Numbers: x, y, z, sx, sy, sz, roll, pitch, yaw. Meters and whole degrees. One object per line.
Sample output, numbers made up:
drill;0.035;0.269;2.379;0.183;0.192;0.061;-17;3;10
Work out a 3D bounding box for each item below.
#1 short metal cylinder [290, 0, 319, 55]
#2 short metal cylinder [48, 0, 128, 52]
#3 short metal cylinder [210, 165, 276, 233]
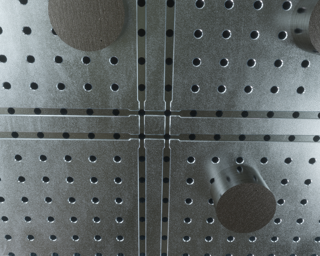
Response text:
short metal cylinder;0.201;-0.123;0.358;0.081;0.050;0.079;0;110;-1
short metal cylinder;-0.078;-0.130;0.351;0.081;0.050;0.079;0;110;-1
short metal cylinder;0.116;0.100;0.439;0.081;0.050;0.079;0;110;-1
